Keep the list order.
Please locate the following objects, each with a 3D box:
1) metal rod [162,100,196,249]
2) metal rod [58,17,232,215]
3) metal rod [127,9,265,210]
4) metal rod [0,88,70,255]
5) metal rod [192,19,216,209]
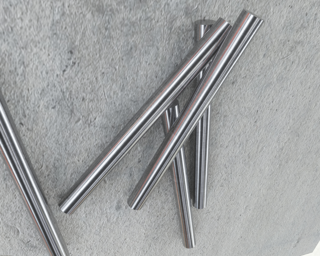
[{"bbox_3d":[0.032,0.088,0.478,0.025,0.025,0.298,-21,127,-16],"label":"metal rod"},{"bbox_3d":[-0.024,-0.005,0.372,0.025,0.025,0.299,32,106,-38],"label":"metal rod"},{"bbox_3d":[0.029,-0.001,0.383,0.025,0.025,0.298,9,125,-33],"label":"metal rod"},{"bbox_3d":[-0.155,0.062,0.359,0.025,0.025,0.298,-19,126,-18],"label":"metal rod"},{"bbox_3d":[0.059,0.002,0.440,0.025,0.025,0.298,-16,125,-19],"label":"metal rod"}]
